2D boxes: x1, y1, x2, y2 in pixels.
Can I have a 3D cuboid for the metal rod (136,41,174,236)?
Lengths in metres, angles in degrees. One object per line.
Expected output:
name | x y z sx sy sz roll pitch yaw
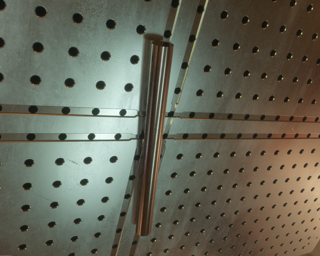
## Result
metal rod | -0.012 0.034 0.424 0.025 0.025 0.298 -8 122 -24
